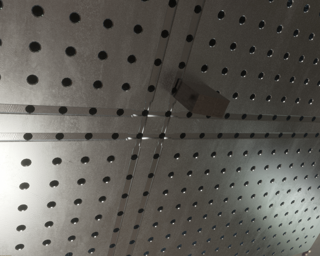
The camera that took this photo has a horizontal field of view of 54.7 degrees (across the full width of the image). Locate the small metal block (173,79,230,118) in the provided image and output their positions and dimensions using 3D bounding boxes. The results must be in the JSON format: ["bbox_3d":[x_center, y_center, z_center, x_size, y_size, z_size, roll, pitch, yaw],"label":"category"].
[{"bbox_3d":[0.053,-0.038,0.402,0.050,0.050,0.025,8,115,-32],"label":"small metal block"}]
